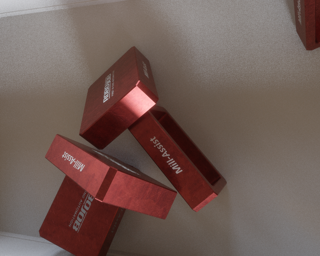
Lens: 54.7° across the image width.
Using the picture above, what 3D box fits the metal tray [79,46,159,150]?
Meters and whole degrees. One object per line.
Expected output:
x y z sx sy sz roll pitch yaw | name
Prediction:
-0.051 -0.042 0.379 0.090 0.130 0.030 -39 118 15 | metal tray

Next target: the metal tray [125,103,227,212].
0.021 0.029 0.368 0.030 0.090 0.130 -43 77 13 | metal tray

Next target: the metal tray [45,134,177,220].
-0.056 0.049 0.332 0.130 0.090 0.030 19 82 49 | metal tray

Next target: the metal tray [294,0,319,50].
0.176 -0.133 0.290 0.090 0.130 0.030 -23 66 19 | metal tray

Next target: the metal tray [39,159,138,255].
-0.093 0.100 0.420 0.090 0.030 0.130 19 78 19 | metal tray
